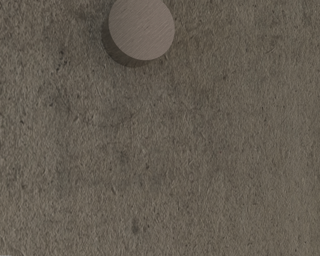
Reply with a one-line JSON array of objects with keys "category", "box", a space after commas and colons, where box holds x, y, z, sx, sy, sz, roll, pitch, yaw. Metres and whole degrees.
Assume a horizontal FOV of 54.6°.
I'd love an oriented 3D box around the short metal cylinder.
[{"category": "short metal cylinder", "box": [-0.028, -0.119, 0.385, 0.081, 0.050, 0.080, 0, 90, -20]}]
